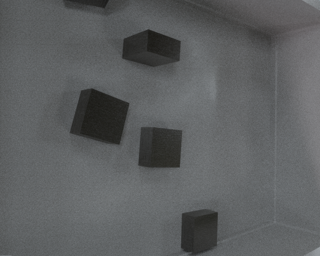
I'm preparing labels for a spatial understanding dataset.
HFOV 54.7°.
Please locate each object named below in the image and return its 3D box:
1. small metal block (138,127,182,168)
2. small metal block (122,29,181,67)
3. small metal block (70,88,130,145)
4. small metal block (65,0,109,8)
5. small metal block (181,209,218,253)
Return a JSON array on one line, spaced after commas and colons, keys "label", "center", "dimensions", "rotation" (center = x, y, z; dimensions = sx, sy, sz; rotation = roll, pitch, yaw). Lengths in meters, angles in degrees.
[{"label": "small metal block", "center": [0.001, 0.026, 0.407], "dimensions": [0.050, 0.025, 0.050], "rotation": [7, 86, -40]}, {"label": "small metal block", "center": [-0.011, -0.096, 0.381], "dimensions": [0.050, 0.050, 0.025], "rotation": [6, 86, -40]}, {"label": "small metal block", "center": [-0.067, -0.012, 0.350], "dimensions": [0.050, 0.025, 0.050], "rotation": [20, 77, -38]}, {"label": "small metal block", "center": [-0.074, -0.158, 0.324], "dimensions": [0.050, 0.050, 0.025], "rotation": [-5, 63, -40]}, {"label": "small metal block", "center": [0.058, 0.150, 0.456], "dimensions": [0.050, 0.025, 0.050], "rotation": [3, 88, -40]}]
